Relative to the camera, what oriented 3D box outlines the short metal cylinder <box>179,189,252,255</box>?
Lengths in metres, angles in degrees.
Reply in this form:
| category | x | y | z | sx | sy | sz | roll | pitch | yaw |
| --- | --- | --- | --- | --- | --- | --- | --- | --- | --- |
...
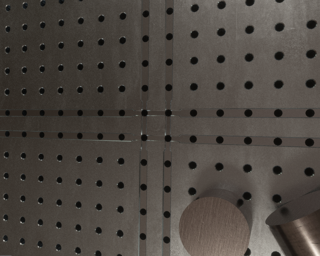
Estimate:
| category | x | y | z | sx | sy | sz | roll | pitch | yaw |
| --- | --- | --- | --- | --- | --- | --- | --- | --- | --- |
| short metal cylinder | 0.069 | 0.118 | 0.375 | 0.080 | 0.050 | 0.079 | 0 | 90 | 19 |

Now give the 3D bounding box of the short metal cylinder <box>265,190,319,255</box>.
| category | x | y | z | sx | sy | sz | roll | pitch | yaw |
| --- | --- | --- | --- | --- | --- | --- | --- | --- | --- |
| short metal cylinder | 0.161 | 0.106 | 0.327 | 0.080 | 0.080 | 0.050 | -31 | 80 | 17 |
